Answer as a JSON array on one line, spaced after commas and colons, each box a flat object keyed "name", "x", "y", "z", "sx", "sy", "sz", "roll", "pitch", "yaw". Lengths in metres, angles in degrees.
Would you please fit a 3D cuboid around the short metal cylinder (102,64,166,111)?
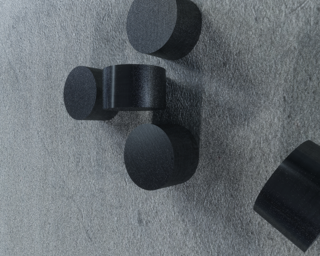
[{"name": "short metal cylinder", "x": -0.032, "y": -0.049, "z": 0.396, "sx": 0.080, "sy": 0.081, "sz": 0.050, "roll": -1, "pitch": 90, "yaw": 40}]

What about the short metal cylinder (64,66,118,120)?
[{"name": "short metal cylinder", "x": -0.103, "y": -0.051, "z": 0.474, "sx": 0.080, "sy": 0.050, "sz": 0.080, "roll": 0, "pitch": 90, "yaw": 40}]

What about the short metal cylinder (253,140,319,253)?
[{"name": "short metal cylinder", "x": 0.127, "y": 0.057, "z": 0.264, "sx": 0.050, "sy": 0.081, "sz": 0.079, "roll": 40, "pitch": 114, "yaw": 33}]

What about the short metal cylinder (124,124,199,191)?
[{"name": "short metal cylinder", "x": 0.001, "y": 0.034, "z": 0.388, "sx": 0.080, "sy": 0.050, "sz": 0.080, "roll": 0, "pitch": 90, "yaw": 40}]

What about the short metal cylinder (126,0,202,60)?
[{"name": "short metal cylinder", "x": 0.004, "y": -0.128, "z": 0.385, "sx": 0.080, "sy": 0.050, "sz": 0.080, "roll": 0, "pitch": 90, "yaw": 40}]
